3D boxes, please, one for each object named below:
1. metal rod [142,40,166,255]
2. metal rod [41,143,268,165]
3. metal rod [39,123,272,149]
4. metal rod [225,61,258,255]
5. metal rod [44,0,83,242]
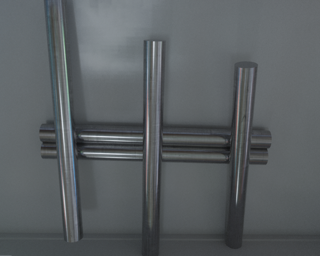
[{"bbox_3d":[-0.010,0.041,0.399,0.025,0.025,0.298,1,110,-1],"label":"metal rod"},{"bbox_3d":[-0.006,0.034,0.423,0.302,0.025,0.025,2,110,-1],"label":"metal rod"},{"bbox_3d":[-0.005,0.011,0.414,0.302,0.025,0.025,2,110,-1],"label":"metal rod"},{"bbox_3d":[0.104,0.061,0.410,0.025,0.025,0.298,-4,119,1],"label":"metal rod"},{"bbox_3d":[-0.117,0.000,0.383,0.025,0.025,0.298,-1,102,0],"label":"metal rod"}]
